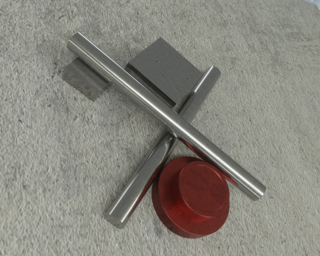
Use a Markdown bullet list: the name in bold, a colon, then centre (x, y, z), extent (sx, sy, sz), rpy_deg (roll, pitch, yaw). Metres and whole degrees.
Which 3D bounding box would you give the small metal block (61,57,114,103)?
- **small metal block**: centre (-0.089, -0.069, 0.401), extent (0.050, 0.025, 0.050), rpy_deg (37, 51, -4)

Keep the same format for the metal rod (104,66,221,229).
- **metal rod**: centre (0.021, 0.003, 0.418), extent (0.025, 0.025, 0.301), rpy_deg (38, 51, -3)

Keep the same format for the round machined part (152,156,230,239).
- **round machined part**: centre (0.043, 0.078, 0.371), extent (0.099, 0.042, 0.098), rpy_deg (14, 56, -21)

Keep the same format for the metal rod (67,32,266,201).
- **metal rod**: centre (0.009, -0.013, 0.387), extent (0.300, 0.025, 0.025), rpy_deg (40, 51, -2)

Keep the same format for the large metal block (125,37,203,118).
- **large metal block**: centre (0.000, -0.068, 0.434), extent (0.080, 0.050, 0.080), rpy_deg (41, 51, -1)
